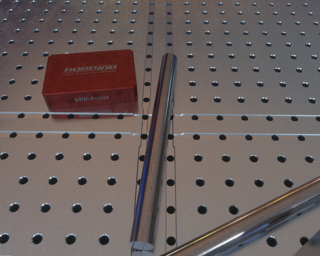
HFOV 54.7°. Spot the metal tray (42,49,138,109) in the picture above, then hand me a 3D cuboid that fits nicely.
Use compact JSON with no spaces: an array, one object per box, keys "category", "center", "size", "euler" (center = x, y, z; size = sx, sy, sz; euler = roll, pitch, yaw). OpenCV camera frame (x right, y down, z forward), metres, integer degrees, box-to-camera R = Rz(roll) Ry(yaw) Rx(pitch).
[{"category":"metal tray","center":[-0.102,-0.076,0.467],"size":[0.131,0.030,0.090],"euler":[-5,50,-5]}]

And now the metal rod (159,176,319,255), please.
[{"category":"metal rod","center":[0.105,0.097,0.326],"size":[0.302,0.025,0.025],"euler":[-20,53,-17]}]

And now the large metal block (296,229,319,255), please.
[{"category":"large metal block","center":[0.164,0.133,0.261],"size":[0.050,0.080,0.080],"euler":[0,50,0]}]

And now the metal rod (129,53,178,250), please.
[{"category":"metal rod","center":[-0.001,0.003,0.404],"size":[0.025,0.025,0.300],"euler":[5,50,4]}]
